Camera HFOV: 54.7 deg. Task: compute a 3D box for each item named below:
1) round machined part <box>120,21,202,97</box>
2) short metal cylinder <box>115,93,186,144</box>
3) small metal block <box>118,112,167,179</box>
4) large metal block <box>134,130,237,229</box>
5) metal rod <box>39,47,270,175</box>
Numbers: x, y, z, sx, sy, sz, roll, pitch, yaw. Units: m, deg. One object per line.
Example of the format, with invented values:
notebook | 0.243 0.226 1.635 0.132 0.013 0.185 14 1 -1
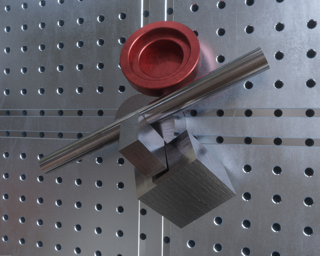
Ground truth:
round machined part | 0.003 -0.082 0.389 0.098 0.042 0.098 -5 67 11
short metal cylinder | -0.012 -0.003 0.402 0.080 0.050 0.079 0 90 19
small metal block | -0.019 0.019 0.340 0.025 0.050 0.050 -31 122 17
large metal block | 0.028 0.062 0.364 0.080 0.050 0.080 -37 123 16
metal rod | -0.021 -0.011 0.365 0.300 0.025 0.025 -25 82 17
